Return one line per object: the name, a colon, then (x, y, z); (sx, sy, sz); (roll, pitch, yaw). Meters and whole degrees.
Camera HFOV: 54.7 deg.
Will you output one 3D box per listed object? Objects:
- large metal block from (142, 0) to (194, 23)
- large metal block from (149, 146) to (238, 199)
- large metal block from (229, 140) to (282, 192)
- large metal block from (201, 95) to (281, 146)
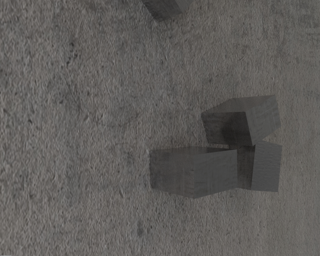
large metal block: (0.011, -0.197, 0.397); (0.080, 0.050, 0.080); (51, 60, -28)
large metal block: (0.043, 0.054, 0.405); (0.081, 0.080, 0.050); (-3, 92, -40)
large metal block: (0.158, 0.062, 0.521); (0.081, 0.050, 0.080); (13, 82, -39)
large metal block: (0.123, -0.013, 0.472); (0.081, 0.080, 0.050); (-26, 106, -37)
